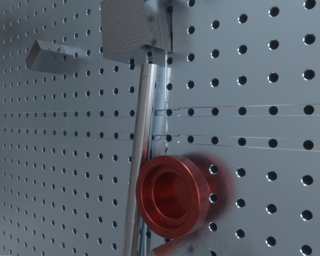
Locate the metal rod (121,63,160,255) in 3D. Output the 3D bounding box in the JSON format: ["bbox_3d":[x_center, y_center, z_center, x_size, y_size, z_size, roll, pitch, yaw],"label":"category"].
[{"bbox_3d":[-0.029,0.062,0.433,0.025,0.025,0.298,11,97,39],"label":"metal rod"}]

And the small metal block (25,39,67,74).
[{"bbox_3d":[-0.208,-0.129,0.565,0.050,0.050,0.025,-47,62,30],"label":"small metal block"}]

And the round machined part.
[{"bbox_3d":[0.019,0.081,0.382,0.098,0.042,0.097,-1,88,40],"label":"round machined part"}]

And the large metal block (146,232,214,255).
[{"bbox_3d":[0.027,0.174,0.351,0.080,0.081,0.050,51,120,28],"label":"large metal block"}]

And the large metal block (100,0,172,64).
[{"bbox_3d":[-0.033,-0.138,0.421,0.080,0.050,0.080,-6,86,40],"label":"large metal block"}]
